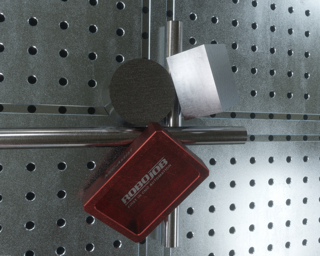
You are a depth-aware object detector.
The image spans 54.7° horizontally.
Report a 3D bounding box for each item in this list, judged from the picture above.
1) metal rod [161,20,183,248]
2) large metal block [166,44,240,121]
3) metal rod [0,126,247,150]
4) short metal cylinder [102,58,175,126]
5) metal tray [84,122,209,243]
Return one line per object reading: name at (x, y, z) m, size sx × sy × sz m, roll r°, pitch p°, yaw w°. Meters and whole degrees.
metal rod at (0.017, 0.008, 0.419) m, size 0.025 × 0.025 × 0.298 m, roll 1°, pitch 90°, yaw -20°
large metal block at (0.059, -0.061, 0.400) m, size 0.080 × 0.050 × 0.080 m, roll -27°, pitch 102°, yaw -58°
metal rod at (-0.036, 0.011, 0.382) m, size 0.302 × 0.025 × 0.025 m, roll 0°, pitch 90°, yaw -13°
short metal cylinder at (-0.028, -0.042, 0.388) m, size 0.081 × 0.050 × 0.079 m, roll 0°, pitch 90°, yaw -20°
metal tray at (-0.017, 0.068, 0.376) m, size 0.090 × 0.030 × 0.130 m, roll 41°, pitch 98°, yaw -22°
